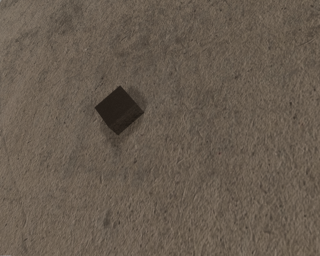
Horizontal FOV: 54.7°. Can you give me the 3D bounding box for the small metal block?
[{"bbox_3d":[-0.059,-0.026,0.449,0.050,0.025,0.050,-41,51,-1],"label":"small metal block"}]
